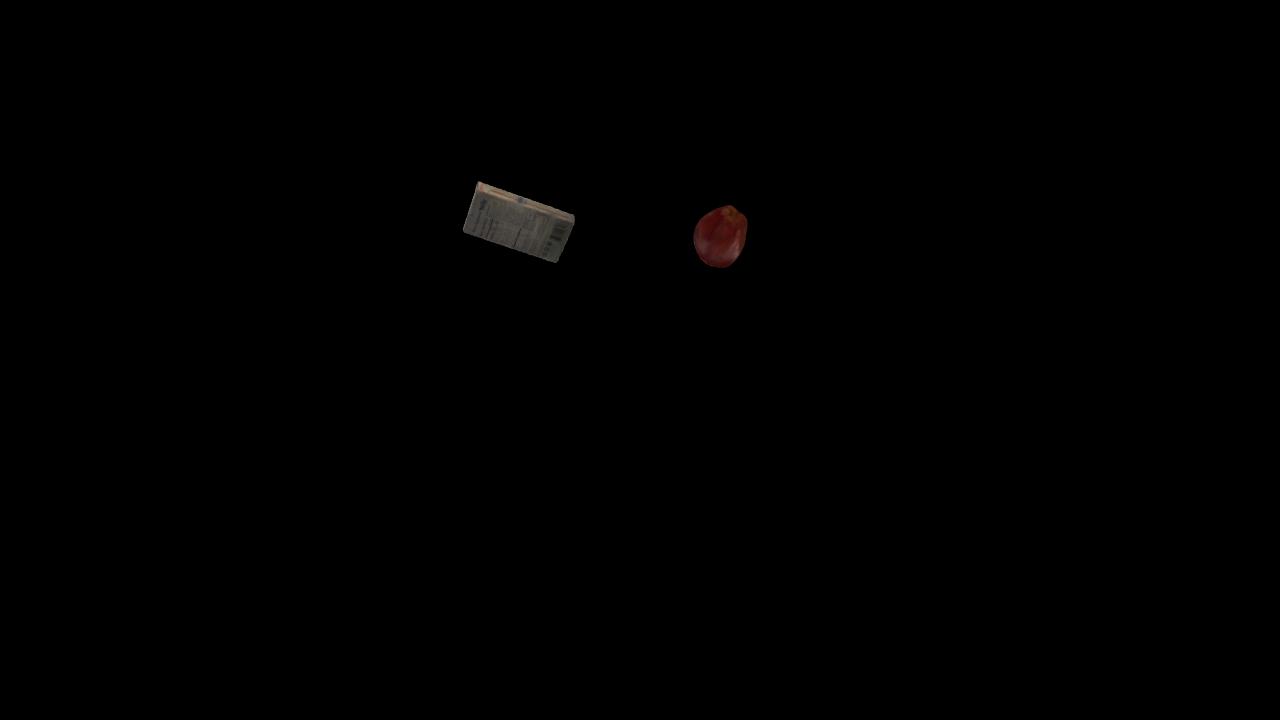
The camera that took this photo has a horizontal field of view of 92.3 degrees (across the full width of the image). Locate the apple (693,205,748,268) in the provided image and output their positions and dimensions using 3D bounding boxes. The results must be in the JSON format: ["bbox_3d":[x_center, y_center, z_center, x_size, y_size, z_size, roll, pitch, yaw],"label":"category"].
[{"bbox_3d":[0.120,-0.185,0.922,0.079,0.079,0.093,0,-33,-15],"label":"apple"}]

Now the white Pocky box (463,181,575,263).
[{"bbox_3d":[-0.187,-0.210,0.951,0.154,0.028,0.084,16,-47,-20],"label":"white Pocky box"}]
